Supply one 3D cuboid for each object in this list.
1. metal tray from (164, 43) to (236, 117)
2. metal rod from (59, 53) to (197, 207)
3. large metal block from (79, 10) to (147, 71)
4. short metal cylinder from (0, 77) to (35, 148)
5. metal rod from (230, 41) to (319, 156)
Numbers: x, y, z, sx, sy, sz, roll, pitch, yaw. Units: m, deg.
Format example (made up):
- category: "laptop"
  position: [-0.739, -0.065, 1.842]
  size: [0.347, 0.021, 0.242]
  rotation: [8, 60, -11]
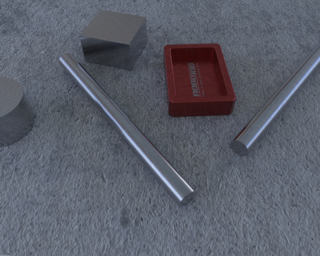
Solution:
- category: "metal tray"
  position: [0.054, -0.075, 0.463]
  size: [0.091, 0.030, 0.130]
  rotation: [-2, 50, -2]
- category: "metal rod"
  position: [-0.059, -0.015, 0.414]
  size: [0.025, 0.025, 0.300]
  rotation: [-30, 56, -23]
- category: "large metal block"
  position: [-0.073, -0.145, 0.508]
  size: [0.080, 0.050, 0.080]
  rotation: [13, 51, 10]
- category: "short metal cylinder"
  position: [-0.212, -0.021, 0.402]
  size: [0.081, 0.050, 0.080]
  rotation: [0, 50, 0]
- category: "metal rod"
  position: [0.195, -0.062, 0.458]
  size: [0.025, 0.025, 0.302]
  rotation: [33, 57, 24]
